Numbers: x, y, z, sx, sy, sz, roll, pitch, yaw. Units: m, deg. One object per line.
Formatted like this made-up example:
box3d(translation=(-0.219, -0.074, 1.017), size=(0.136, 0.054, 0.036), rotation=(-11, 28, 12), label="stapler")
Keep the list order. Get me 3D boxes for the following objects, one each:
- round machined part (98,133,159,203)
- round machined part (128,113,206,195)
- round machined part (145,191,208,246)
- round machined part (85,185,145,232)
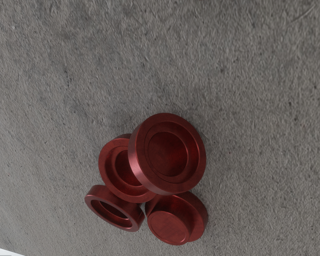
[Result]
box3d(translation=(-0.034, 0.053, 0.440), size=(0.098, 0.042, 0.097), rotation=(8, 112, 22), label="round machined part")
box3d(translation=(0.005, 0.034, 0.381), size=(0.098, 0.098, 0.042), rotation=(49, 144, -6), label="round machined part")
box3d(translation=(0.020, 0.139, 0.471), size=(0.098, 0.042, 0.097), rotation=(13, 124, 21), label="round machined part")
box3d(translation=(-0.067, 0.120, 0.494), size=(0.098, 0.042, 0.097), rotation=(20, 144, 16), label="round machined part")
